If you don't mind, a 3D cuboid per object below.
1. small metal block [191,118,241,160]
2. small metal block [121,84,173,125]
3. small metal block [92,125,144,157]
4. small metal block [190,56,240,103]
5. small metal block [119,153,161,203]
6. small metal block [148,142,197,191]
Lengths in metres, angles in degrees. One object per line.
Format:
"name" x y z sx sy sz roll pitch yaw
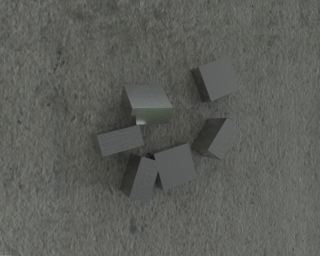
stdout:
"small metal block" 0.075 0.014 0.425 0.025 0.050 0.050 36 78 -17
"small metal block" -0.018 -0.030 0.388 0.050 0.050 0.025 -2 131 -20
"small metal block" -0.053 0.014 0.377 0.050 0.050 0.025 -15 96 -20
"small metal block" 0.078 -0.069 0.439 0.050 0.025 0.050 -24 98 -19
"small metal block" -0.026 0.061 0.387 0.025 0.050 0.050 19 84 -20
"small metal block" 0.017 0.050 0.417 0.050 0.025 0.050 -17 96 -20
